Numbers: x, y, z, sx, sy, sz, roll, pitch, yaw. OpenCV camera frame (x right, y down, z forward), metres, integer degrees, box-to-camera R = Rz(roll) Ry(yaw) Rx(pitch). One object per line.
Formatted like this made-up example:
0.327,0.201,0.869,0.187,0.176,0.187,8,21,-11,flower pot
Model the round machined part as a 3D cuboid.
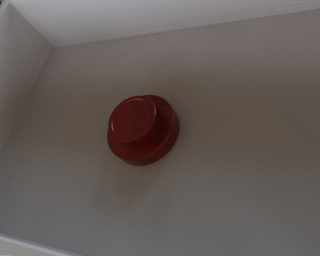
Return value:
-0.028,-0.004,0.406,0.098,0.042,0.098,-13,56,20,round machined part
